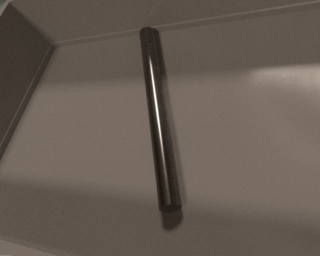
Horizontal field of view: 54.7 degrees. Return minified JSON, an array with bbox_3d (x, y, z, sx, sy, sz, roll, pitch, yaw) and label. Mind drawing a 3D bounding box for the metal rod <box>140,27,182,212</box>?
[{"bbox_3d":[-0.005,-0.034,0.427,0.025,0.025,0.299,-19,54,17],"label":"metal rod"}]
